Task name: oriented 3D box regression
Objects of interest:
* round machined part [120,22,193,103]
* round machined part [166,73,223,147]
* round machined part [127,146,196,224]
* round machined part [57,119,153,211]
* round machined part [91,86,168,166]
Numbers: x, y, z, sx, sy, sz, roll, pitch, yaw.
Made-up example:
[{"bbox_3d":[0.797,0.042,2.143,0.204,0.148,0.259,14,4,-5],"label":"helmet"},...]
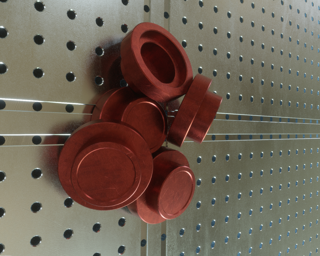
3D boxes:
[{"bbox_3d":[-0.009,-0.075,0.378,0.099,0.042,0.098,23,54,-36],"label":"round machined part"},{"bbox_3d":[0.048,-0.018,0.402,0.042,0.098,0.098,25,69,6],"label":"round machined part"},{"bbox_3d":[0.007,0.075,0.390,0.099,0.042,0.097,-16,113,-43],"label":"round machined part"},{"bbox_3d":[-0.056,0.042,0.322,0.099,0.042,0.097,-2,103,-10],"label":"round machined part"},{"bbox_3d":[-0.029,-0.003,0.374,0.099,0.042,0.097,0,90,-40],"label":"round machined part"}]
